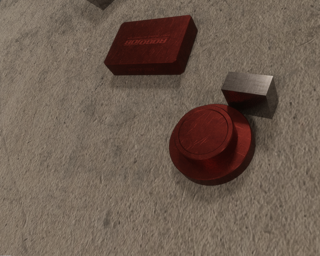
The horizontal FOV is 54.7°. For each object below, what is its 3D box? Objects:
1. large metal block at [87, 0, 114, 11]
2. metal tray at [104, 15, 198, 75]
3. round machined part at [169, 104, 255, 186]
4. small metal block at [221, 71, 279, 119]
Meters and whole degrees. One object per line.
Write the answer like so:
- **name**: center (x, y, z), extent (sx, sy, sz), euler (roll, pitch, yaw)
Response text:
- **large metal block**: center (-0.119, -0.297, 0.630), extent (0.080, 0.050, 0.080), euler (-45, 51, -3)
- **metal tray**: center (-0.015, -0.128, 0.486), extent (0.130, 0.030, 0.090), euler (5, 64, 30)
- **round machined part**: center (0.055, 0.013, 0.355), extent (0.098, 0.042, 0.098), euler (-13, 56, 20)
- **small metal block**: center (0.104, -0.037, 0.356), extent (0.050, 0.050, 0.025), euler (14, 69, 33)
